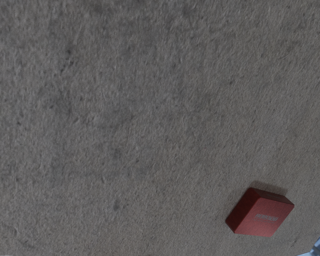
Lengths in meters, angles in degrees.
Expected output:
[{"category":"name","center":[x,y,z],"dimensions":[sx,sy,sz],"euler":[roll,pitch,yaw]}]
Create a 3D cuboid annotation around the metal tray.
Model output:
[{"category":"metal tray","center":[0.204,0.173,0.626],"dimensions":[0.131,0.030,0.090],"euler":[19,108,-36]}]
